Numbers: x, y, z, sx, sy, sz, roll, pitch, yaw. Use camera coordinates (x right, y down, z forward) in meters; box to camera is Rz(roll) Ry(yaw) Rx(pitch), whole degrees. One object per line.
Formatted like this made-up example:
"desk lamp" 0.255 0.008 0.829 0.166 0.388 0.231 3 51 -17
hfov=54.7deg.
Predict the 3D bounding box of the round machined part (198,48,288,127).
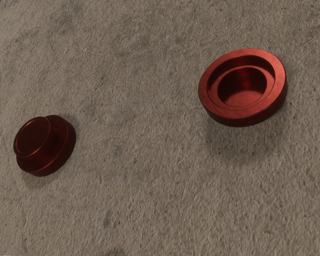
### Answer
"round machined part" 0.099 -0.043 0.367 0.098 0.042 0.098 -13 56 20

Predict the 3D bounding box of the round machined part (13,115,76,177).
"round machined part" -0.182 0.021 0.473 0.098 0.042 0.098 -13 56 20
